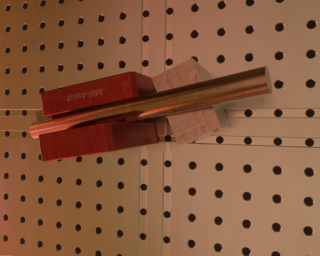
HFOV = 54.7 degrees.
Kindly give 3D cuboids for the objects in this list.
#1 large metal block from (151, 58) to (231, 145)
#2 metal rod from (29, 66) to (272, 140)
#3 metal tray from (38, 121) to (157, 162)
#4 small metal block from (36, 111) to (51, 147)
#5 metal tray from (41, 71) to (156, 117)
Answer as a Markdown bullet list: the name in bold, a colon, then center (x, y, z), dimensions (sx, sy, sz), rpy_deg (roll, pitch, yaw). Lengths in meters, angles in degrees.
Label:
- **large metal block**: center (0.040, -0.028, 0.367), dimensions (0.050, 0.080, 0.080), rpy_deg (-24, 82, 18)
- **metal rod**: center (-0.034, -0.019, 0.343), dimensions (0.300, 0.025, 0.025), rpy_deg (-10, 87, 28)
- **metal tray**: center (-0.069, 0.015, 0.380), dimensions (0.090, 0.130, 0.030), rpy_deg (-10, 87, 19)
- **small metal block**: center (-0.150, 0.000, 0.450), dimensions (0.025, 0.050, 0.050), rpy_deg (-9, 87, 19)
- **metal tray**: center (-0.072, -0.039, 0.401), dimensions (0.130, 0.090, 0.030), rpy_deg (-9, 88, 19)
